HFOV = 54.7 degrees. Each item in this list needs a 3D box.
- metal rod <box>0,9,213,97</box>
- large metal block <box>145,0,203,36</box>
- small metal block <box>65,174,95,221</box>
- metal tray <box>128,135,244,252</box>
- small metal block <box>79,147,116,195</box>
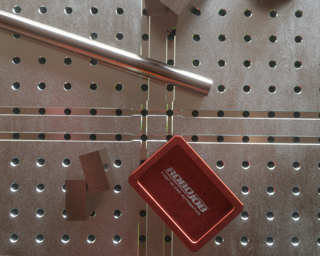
[{"bbox_3d":[-0.077,-0.101,0.412,0.302,0.025,0.025,18,90,0],"label":"metal rod"},{"bbox_3d":[0.026,-0.173,0.386,0.050,0.080,0.080,38,90,0],"label":"large metal block"},{"bbox_3d":[-0.102,0.087,0.400,0.025,0.050,0.050,-1,90,0],"label":"small metal block"},{"bbox_3d":[0.033,0.084,0.410,0.090,0.030,0.130,-42,90,0],"label":"metal tray"},{"bbox_3d":[-0.079,0.054,0.400,0.025,0.050,0.050,-17,90,0],"label":"small metal block"}]
